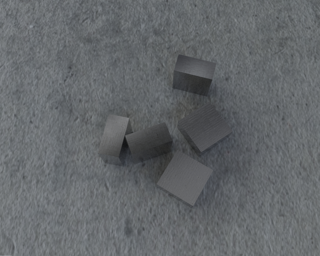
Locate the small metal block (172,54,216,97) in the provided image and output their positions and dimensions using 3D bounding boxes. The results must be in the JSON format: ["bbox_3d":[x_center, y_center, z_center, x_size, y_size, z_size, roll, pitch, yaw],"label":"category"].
[{"bbox_3d":[0.045,-0.070,0.421,0.050,0.050,0.025,14,71,5],"label":"small metal block"}]

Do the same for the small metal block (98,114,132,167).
[{"bbox_3d":[-0.055,0.017,0.388,0.025,0.050,0.050,12,70,4],"label":"small metal block"}]

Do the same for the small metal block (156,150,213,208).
[{"bbox_3d":[0.030,0.063,0.385,0.050,0.025,0.050,30,72,10],"label":"small metal block"}]

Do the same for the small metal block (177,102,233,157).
[{"bbox_3d":[0.058,0.002,0.408,0.050,0.025,0.050,-32,73,-11],"label":"small metal block"}]

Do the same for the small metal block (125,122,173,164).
[{"bbox_3d":[-0.013,0.020,0.387,0.050,0.050,0.025,-19,72,-7],"label":"small metal block"}]
